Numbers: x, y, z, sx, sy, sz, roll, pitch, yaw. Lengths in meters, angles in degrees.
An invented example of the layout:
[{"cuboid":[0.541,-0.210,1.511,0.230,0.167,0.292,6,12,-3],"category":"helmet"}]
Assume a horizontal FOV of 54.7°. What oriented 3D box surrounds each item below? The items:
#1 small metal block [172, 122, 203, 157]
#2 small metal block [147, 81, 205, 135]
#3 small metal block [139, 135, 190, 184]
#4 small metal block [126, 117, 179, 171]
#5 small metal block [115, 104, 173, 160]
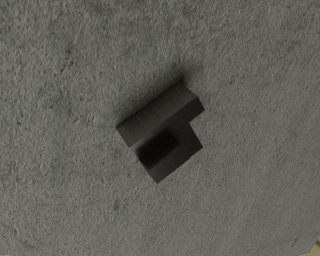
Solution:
[{"cuboid":[0.026,0.005,0.411,0.025,0.050,0.050,-37,130,-4],"category":"small metal block"},{"cuboid":[0.019,-0.026,0.387,0.050,0.050,0.025,-37,130,-4],"category":"small metal block"},{"cuboid":[0.000,0.032,0.381,0.050,0.050,0.025,-37,130,-4],"category":"small metal block"},{"cuboid":[-0.009,0.022,0.418,0.050,0.025,0.050,-37,130,-4],"category":"small metal block"},{"cuboid":[-0.021,0.004,0.384,0.050,0.050,0.025,-37,130,-4],"category":"small metal block"}]
